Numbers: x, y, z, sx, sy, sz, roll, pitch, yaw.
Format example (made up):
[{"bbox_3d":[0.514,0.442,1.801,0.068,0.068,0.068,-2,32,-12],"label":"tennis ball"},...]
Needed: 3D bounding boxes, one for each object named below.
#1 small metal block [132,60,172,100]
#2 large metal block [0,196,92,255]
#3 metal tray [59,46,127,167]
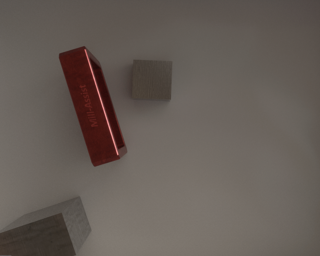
[{"bbox_3d":[-0.010,-0.062,0.411,0.050,0.025,0.050,2,90,-1],"label":"small metal block"},{"bbox_3d":[-0.139,0.130,0.382,0.080,0.080,0.050,-18,90,0],"label":"large metal block"},{"bbox_3d":[-0.077,-0.024,0.377,0.030,0.090,0.129,-17,90,0],"label":"metal tray"}]
